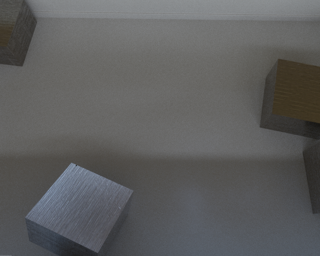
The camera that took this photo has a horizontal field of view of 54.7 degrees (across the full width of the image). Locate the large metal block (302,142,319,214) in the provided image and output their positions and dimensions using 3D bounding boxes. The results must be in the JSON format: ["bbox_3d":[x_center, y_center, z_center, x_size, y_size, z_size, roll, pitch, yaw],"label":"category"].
[{"bbox_3d":[0.215,0.056,0.361,0.050,0.080,0.080,0,70,0],"label":"large metal block"}]

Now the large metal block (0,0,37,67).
[{"bbox_3d":[-0.236,-0.141,0.446,0.080,0.050,0.080,7,70,2],"label":"large metal block"}]

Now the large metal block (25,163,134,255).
[{"bbox_3d":[-0.086,0.097,0.343,0.080,0.050,0.080,23,43,8],"label":"large metal block"}]

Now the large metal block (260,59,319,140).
[{"bbox_3d":[0.185,-0.037,0.411,0.080,0.050,0.080,12,70,4],"label":"large metal block"}]
